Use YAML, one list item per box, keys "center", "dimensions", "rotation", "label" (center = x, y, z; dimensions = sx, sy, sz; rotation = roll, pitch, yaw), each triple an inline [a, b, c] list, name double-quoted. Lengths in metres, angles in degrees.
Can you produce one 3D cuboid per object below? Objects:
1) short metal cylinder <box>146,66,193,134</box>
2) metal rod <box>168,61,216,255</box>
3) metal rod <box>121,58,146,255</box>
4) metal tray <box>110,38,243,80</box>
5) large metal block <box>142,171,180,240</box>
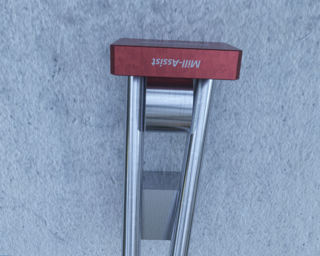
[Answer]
- center: [0.009, -0.033, 0.370]
  dimensions: [0.050, 0.080, 0.079]
  rotation: [2, 110, -2]
  label: "short metal cylinder"
- center: [0.038, 0.063, 0.385]
  dimensions: [0.025, 0.025, 0.298]
  rotation: [8, 95, -3]
  label: "metal rod"
- center: [-0.033, 0.060, 0.384]
  dimensions: [0.025, 0.025, 0.298]
  rotation: [2, 95, -1]
  label: "metal rod"
- center: [0.016, -0.079, 0.347]
  dimensions: [0.131, 0.090, 0.030]
  rotation: [2, 110, -1]
  label: "metal tray"
- center: [0.002, 0.108, 0.435]
  dimensions: [0.081, 0.050, 0.079]
  rotation: [2, 110, -1]
  label: "large metal block"
